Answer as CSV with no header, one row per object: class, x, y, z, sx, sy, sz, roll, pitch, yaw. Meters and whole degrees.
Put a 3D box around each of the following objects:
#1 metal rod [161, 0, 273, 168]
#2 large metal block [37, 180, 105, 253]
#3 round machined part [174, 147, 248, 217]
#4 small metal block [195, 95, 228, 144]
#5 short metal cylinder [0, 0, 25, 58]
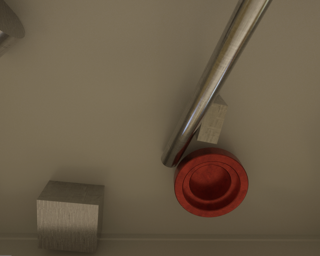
metal rod,0.055,-0.050,0.323,0.025,0.025,0.298,17,137,-7
large metal block,-0.126,0.126,0.443,0.081,0.050,0.079,6,110,-3
round machined part,0.068,0.071,0.429,0.099,0.042,0.097,0,110,-1
small metal block,0.062,-0.014,0.394,0.025,0.050,0.050,11,110,-5
short metal cylinder,-0.198,-0.115,0.337,0.050,0.080,0.080,-36,107,12
